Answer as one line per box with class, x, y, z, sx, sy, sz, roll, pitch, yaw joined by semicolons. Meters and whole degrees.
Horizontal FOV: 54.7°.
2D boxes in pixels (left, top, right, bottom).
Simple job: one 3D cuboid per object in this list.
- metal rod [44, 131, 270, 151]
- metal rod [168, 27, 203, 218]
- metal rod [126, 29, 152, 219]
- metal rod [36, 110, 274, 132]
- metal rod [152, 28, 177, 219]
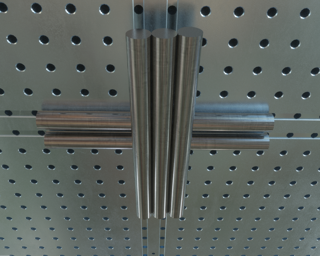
metal rod;-0.003;0.018;0.427;0.302;0.025;0.025;1;130;-1
metal rod;0.027;0.020;0.397;0.025;0.025;0.298;0;130;-1
metal rod;-0.023;0.022;0.397;0.025;0.025;0.298;0;130;-1
metal rod;-0.005;-0.009;0.404;0.302;0.025;0.025;1;130;-1
metal rod;0.002;0.021;0.397;0.025;0.025;0.298;0;130;-1
